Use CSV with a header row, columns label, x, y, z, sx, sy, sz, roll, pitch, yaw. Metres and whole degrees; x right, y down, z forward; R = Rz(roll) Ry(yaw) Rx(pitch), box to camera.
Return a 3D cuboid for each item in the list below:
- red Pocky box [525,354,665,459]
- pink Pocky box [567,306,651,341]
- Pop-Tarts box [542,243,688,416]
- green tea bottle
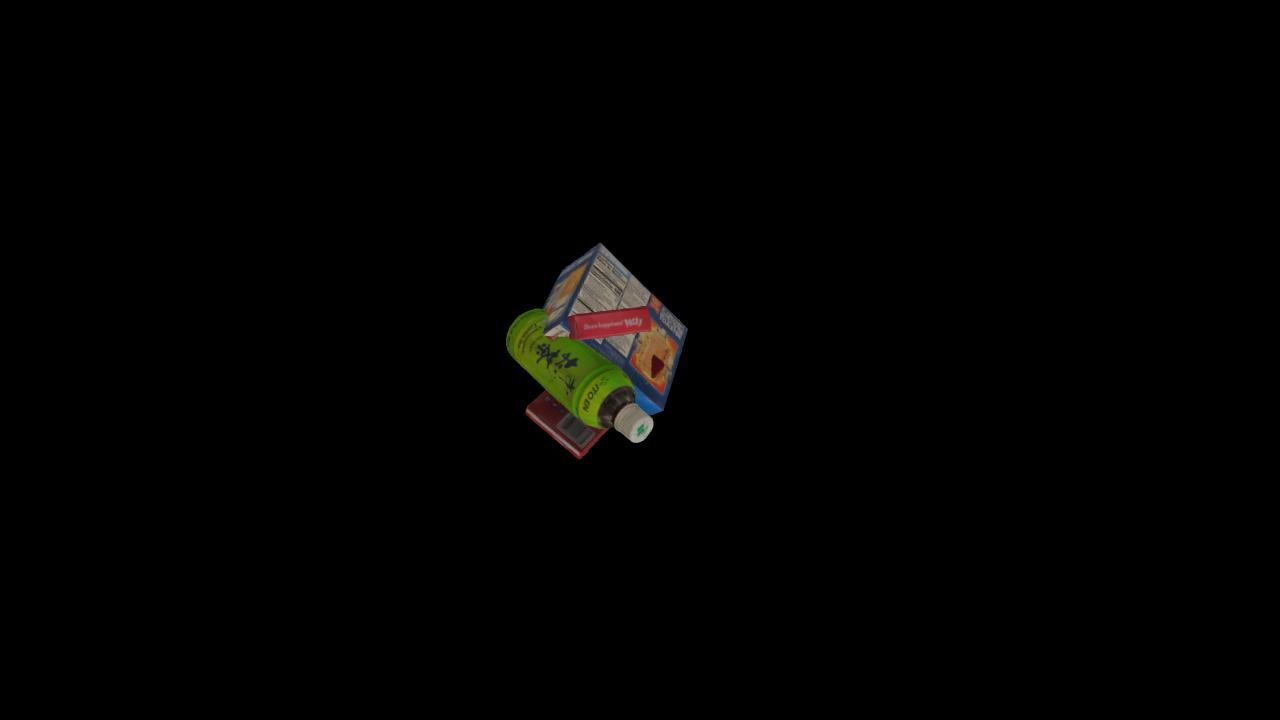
label,x,y,z,sx,sy,sz,roll,pitch,yaw
red Pocky box,-0.049,0.034,0.712,0.083,0.155,0.028,39,-29,11
pink Pocky box,-0.053,-0.041,0.709,0.084,0.029,0.155,-8,5,-20
Pop-Tarts box,-0.036,-0.027,0.749,0.083,0.141,0.167,-23,-55,41
green tea bottle,-0.064,0.019,0.659,0.073,0.073,0.212,0,29,-47
